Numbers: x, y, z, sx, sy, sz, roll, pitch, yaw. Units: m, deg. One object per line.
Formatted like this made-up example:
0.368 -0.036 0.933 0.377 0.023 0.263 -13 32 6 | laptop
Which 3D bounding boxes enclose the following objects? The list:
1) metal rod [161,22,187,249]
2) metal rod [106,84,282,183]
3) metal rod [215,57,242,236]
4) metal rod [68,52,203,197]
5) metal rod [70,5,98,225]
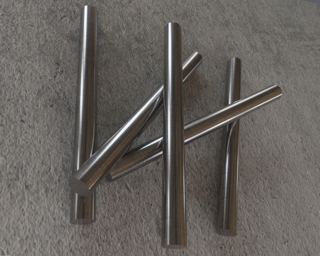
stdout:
0.016 -0.014 0.374 0.025 0.025 0.299 14 57 -21 | metal rod
0.061 -0.004 0.416 0.302 0.025 0.025 -24 75 -29 | metal rod
0.105 0.005 0.456 0.025 0.025 0.300 23 53 -15 | metal rod
-0.009 -0.028 0.397 0.025 0.025 0.301 40 45 -1 | metal rod
-0.089 -0.038 0.378 0.025 0.025 0.299 8 58 -24 | metal rod
